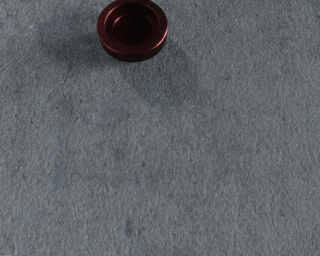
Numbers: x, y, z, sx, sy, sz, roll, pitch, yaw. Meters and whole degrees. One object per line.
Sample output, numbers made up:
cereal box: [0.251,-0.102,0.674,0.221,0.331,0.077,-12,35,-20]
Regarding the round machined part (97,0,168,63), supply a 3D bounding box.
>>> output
round machined part: [-0.039,-0.137,0.449,0.099,0.042,0.098,0,70,-1]
